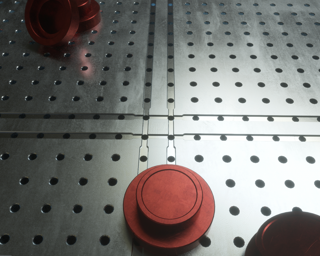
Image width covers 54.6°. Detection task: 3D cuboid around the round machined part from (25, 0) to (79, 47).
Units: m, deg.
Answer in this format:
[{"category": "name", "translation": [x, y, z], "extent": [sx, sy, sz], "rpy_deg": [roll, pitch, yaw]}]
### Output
[{"category": "round machined part", "translation": [-0.179, -0.188, 0.531], "extent": [0.098, 0.097, 0.042], "rpy_deg": [23, 15, 18]}]

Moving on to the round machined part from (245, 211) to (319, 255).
[{"category": "round machined part", "translation": [0.124, 0.112, 0.273], "extent": [0.098, 0.042, 0.098], "rpy_deg": [-18, 21, 8]}]

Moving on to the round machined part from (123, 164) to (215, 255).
[{"category": "round machined part", "translation": [0.010, 0.079, 0.330], "extent": [0.099, 0.042, 0.098], "rpy_deg": [0, 50, 0]}]

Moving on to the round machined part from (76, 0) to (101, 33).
[{"category": "round machined part", "translation": [-0.163, -0.225, 0.586], "extent": [0.099, 0.042, 0.098], "rpy_deg": [0, 50, 0]}]
